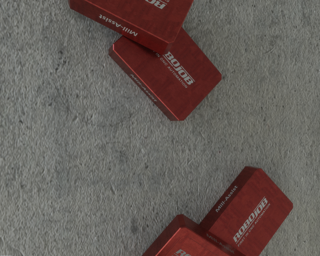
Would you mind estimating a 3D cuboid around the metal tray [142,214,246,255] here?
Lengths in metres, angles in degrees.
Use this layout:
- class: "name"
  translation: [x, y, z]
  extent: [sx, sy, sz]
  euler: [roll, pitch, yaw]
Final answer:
- class: "metal tray"
  translation: [0.050, 0.183, 0.404]
  extent: [0.130, 0.030, 0.090]
  euler: [36, 100, -13]

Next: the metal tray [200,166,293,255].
- class: "metal tray"
  translation: [0.125, 0.132, 0.453]
  extent: [0.090, 0.030, 0.130]
  euler: [46, 76, -14]

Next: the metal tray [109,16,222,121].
- class: "metal tray"
  translation: [0.009, -0.083, 0.409]
  extent: [0.130, 0.030, 0.090]
  euler: [46, 76, -14]

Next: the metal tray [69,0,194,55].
- class: "metal tray"
  translation: [-0.031, -0.157, 0.372]
  extent: [0.131, 0.030, 0.090]
  euler: [26, 70, -7]
